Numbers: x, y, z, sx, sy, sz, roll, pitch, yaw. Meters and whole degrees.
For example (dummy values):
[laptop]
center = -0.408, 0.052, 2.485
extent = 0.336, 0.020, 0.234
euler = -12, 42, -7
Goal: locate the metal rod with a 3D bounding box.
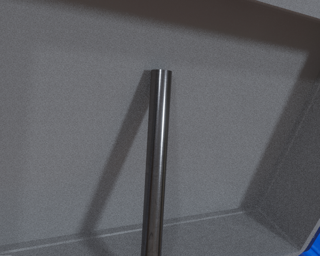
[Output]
[metal rod]
center = -0.007, 0.080, 0.378
extent = 0.025, 0.025, 0.298
euler = 2, 93, -30
